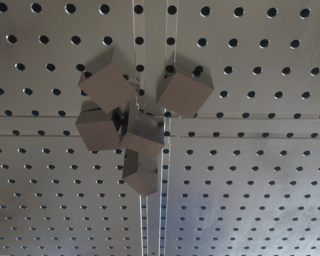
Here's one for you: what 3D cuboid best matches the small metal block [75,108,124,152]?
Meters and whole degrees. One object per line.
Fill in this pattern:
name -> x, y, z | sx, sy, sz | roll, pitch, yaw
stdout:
small metal block -> -0.076, 0.003, 0.410 | 0.050, 0.025, 0.050 | -5, 130, 12

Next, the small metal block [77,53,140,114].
small metal block -> -0.059, -0.052, 0.367 | 0.050, 0.025, 0.050 | -28, 125, 21

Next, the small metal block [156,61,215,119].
small metal block -> 0.029, -0.045, 0.374 | 0.050, 0.025, 0.050 | 21, 127, -18

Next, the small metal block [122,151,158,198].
small metal block -> -0.028, 0.064, 0.449 | 0.025, 0.050, 0.050 | -26, 126, 20

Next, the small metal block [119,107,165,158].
small metal block -> -0.023, 0.006, 0.400 | 0.050, 0.050, 0.025 | 21, 127, -18
